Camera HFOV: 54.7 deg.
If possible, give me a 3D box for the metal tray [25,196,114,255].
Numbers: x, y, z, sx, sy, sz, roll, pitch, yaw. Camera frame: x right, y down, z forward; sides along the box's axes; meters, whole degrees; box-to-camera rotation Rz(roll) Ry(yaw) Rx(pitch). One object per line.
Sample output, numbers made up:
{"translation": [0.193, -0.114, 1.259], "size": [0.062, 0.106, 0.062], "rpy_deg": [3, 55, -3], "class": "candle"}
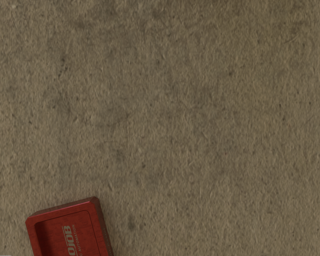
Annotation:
{"translation": [-0.111, 0.165, 0.406], "size": [0.091, 0.030, 0.129], "rpy_deg": [-15, 90, -1], "class": "metal tray"}
